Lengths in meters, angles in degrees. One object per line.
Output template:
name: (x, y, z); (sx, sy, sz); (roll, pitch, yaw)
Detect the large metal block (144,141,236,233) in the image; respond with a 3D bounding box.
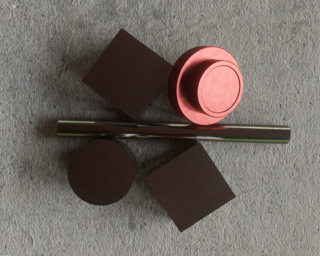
large metal block: (0.037, 0.072, 0.399); (0.080, 0.050, 0.080); (-33, 90, 0)

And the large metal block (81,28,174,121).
large metal block: (-0.038, -0.065, 0.396); (0.080, 0.050, 0.080); (37, 90, -1)

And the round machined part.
round machined part: (0.062, -0.050, 0.380); (0.099, 0.042, 0.097); (-8, 108, -26)

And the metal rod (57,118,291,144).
metal rod: (0.019, 0.004, 0.412); (0.302, 0.025, 0.025); (2, 90, -1)

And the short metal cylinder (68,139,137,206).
short metal cylinder: (-0.071, 0.054, 0.398); (0.081, 0.050, 0.079); (0, 90, -1)
